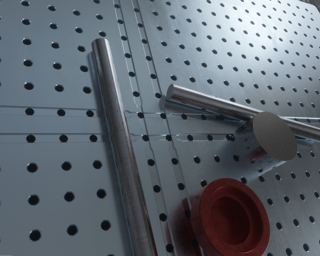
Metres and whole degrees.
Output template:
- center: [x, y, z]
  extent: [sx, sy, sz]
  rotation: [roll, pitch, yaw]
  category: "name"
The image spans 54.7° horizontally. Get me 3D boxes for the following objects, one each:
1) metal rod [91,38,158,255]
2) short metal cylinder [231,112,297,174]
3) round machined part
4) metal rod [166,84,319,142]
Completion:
- center: [-0.048, 0.014, 0.375]
  extent: [0.025, 0.025, 0.299]
  rotation: [-1, 62, -29]
  category: "metal rod"
- center: [0.156, 0.022, 0.465]
  extent: [0.081, 0.050, 0.080]
  rotation: [14, 56, -21]
  category: "short metal cylinder"
- center: [0.079, 0.113, 0.373]
  extent: [0.099, 0.042, 0.098]
  rotation: [14, 56, -21]
  category: "round machined part"
- center: [0.151, -0.019, 0.503]
  extent: [0.302, 0.025, 0.025]
  rotation: [13, 56, -21]
  category: "metal rod"
